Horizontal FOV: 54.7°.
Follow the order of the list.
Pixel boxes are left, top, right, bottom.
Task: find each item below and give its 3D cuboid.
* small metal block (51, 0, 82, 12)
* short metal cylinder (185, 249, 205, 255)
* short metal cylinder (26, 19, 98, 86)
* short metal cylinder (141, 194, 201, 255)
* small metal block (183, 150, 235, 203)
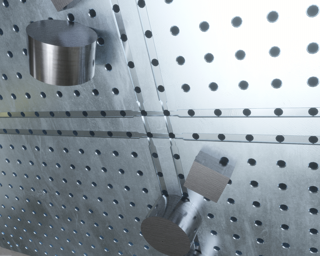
[{"bbox_3d":[-0.110,-0.173,0.362,0.050,0.025,0.050,-17,110,35],"label":"small metal block"},{"bbox_3d":[0.048,0.253,0.526,0.080,0.050,0.079,13,124,21],"label":"short metal cylinder"},{"bbox_3d":[-0.120,-0.094,0.381,0.080,0.080,0.050,24,127,13],"label":"short metal cylinder"},{"bbox_3d":[0.018,0.150,0.479,0.080,0.050,0.079,13,124,21],"label":"short metal cylinder"},{"bbox_3d":[0.065,0.066,0.418,0.050,0.025,0.050,26,128,12],"label":"small metal block"}]
